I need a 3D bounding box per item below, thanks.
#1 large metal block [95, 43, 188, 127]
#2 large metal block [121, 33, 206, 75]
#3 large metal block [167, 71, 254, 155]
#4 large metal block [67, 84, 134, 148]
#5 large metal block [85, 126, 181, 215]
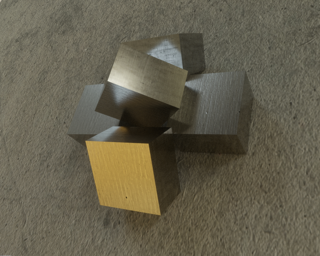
[{"bbox_3d":[-0.024,-0.043,0.365,0.080,0.080,0.050,136,151,-61],"label":"large metal block"},{"bbox_3d":[0.008,-0.096,0.416,0.080,0.080,0.050,0,105,28],"label":"large metal block"},{"bbox_3d":[0.060,-0.017,0.364,0.080,0.050,0.080,0,62,28],"label":"large metal block"},{"bbox_3d":[-0.071,-0.015,0.434,0.080,0.050,0.080,0,62,27],"label":"large metal block"},{"bbox_3d":[-0.028,0.044,0.349,0.080,0.079,0.050,1,19,29],"label":"large metal block"}]
